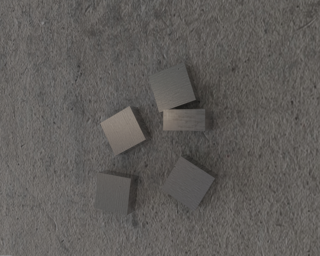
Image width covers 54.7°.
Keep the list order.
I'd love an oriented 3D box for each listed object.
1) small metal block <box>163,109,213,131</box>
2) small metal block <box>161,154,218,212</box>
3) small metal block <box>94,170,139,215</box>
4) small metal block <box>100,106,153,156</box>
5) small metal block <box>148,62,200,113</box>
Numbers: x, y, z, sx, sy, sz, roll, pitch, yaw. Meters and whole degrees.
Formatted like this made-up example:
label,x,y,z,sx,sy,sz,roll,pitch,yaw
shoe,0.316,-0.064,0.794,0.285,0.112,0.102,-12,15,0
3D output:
label,x,y,z,sx,sy,sz,roll,pitch,yaw
small metal block,0.036,-0.009,0.383,0.050,0.050,0.025,0,90,20
small metal block,0.038,0.069,0.395,0.050,0.025,0.050,32,100,17
small metal block,-0.060,0.089,0.430,0.050,0.025,0.050,7,92,19
small metal block,-0.046,0.004,0.425,0.050,0.025,0.050,-29,81,17
small metal block,0.019,-0.051,0.402,0.050,0.025,0.050,-18,84,19
